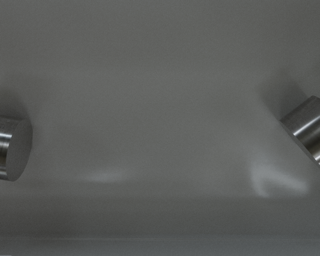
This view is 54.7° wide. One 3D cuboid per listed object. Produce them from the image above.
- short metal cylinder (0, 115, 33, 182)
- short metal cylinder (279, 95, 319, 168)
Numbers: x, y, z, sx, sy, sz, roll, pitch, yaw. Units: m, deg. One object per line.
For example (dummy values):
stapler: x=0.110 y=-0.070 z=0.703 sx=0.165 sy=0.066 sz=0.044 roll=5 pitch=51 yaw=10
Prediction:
short metal cylinder: x=-0.200 y=0.023 z=0.388 sx=0.050 sy=0.080 sz=0.079 roll=10 pitch=110 yaw=-4
short metal cylinder: x=0.196 y=0.006 z=0.387 sx=0.050 sy=0.080 sz=0.080 roll=-40 pitch=106 yaw=13
